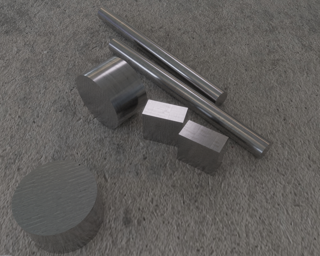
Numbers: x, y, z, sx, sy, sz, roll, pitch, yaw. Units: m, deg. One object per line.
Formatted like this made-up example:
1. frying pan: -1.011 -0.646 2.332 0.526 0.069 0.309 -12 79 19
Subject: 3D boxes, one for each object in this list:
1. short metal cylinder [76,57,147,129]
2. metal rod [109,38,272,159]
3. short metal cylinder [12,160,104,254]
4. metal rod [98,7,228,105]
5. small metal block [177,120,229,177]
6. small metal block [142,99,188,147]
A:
1. short metal cylinder: -0.063 -0.046 0.405 0.080 0.080 0.050 36 59 26
2. metal rod: 0.027 -0.056 0.450 0.025 0.025 0.300 -36 59 -26
3. short metal cylinder: -0.101 0.080 0.319 0.081 0.050 0.080 0 50 0
4. metal rod: -0.010 -0.128 0.510 0.025 0.025 0.300 -33 57 -24
5. small metal block: 0.049 0.025 0.367 0.050 0.050 0.025 25 55 19
6. small metal block: 0.006 -0.005 0.391 0.050 0.050 0.025 13 51 10
